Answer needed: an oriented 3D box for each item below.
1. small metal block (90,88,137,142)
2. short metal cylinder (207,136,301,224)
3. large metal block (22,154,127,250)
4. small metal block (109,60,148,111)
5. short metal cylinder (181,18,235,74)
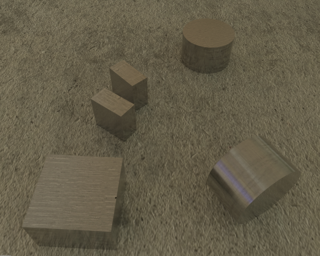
[{"bbox_3d":[-0.059,-0.017,0.400,0.050,0.050,0.025,30,56,22],"label":"small metal block"},{"bbox_3d":[0.097,0.054,0.323,0.081,0.080,0.050,-25,55,-20],"label":"short metal cylinder"},{"bbox_3d":[-0.082,0.076,0.322,0.080,0.050,0.080,3,50,2],"label":"large metal block"},{"bbox_3d":[-0.043,-0.059,0.436,0.025,0.050,0.050,-35,59,-26],"label":"small metal block"},{"bbox_3d":[0.076,-0.133,0.500,0.081,0.050,0.080,0,50,0],"label":"short metal cylinder"}]
